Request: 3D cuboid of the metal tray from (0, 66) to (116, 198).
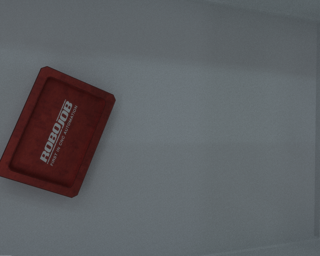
[{"bbox_3d":[-0.118,0.005,0.364,0.090,0.030,0.130,23,82,-19],"label":"metal tray"}]
